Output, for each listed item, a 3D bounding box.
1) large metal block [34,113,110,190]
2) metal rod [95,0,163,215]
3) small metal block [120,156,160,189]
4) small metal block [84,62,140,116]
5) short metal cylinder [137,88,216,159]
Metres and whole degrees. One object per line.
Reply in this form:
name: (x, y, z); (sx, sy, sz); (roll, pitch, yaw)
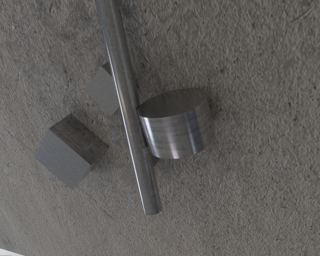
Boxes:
large metal block: (-0.139, 0.038, 0.488); (0.080, 0.050, 0.080); (41, 129, 0)
metal rod: (-0.038, -0.037, 0.365); (0.025, 0.025, 0.298); (-4, 105, 30)
small metal block: (-0.023, 0.049, 0.434); (0.025, 0.050, 0.050); (41, 129, 0)
small metal block: (-0.064, -0.052, 0.409); (0.050, 0.025, 0.050); (45, 129, -4)
short metal cylinder: (0.019, -0.007, 0.357); (0.080, 0.080, 0.050); (-2, 118, 29)
